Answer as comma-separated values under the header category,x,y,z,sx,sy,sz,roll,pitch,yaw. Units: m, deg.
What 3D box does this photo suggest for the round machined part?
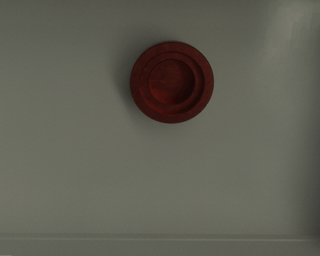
category,x,y,z,sx,sy,sz,roll,pitch,yaw
round machined part,0.014,-0.058,0.381,0.099,0.042,0.097,0,110,-1
